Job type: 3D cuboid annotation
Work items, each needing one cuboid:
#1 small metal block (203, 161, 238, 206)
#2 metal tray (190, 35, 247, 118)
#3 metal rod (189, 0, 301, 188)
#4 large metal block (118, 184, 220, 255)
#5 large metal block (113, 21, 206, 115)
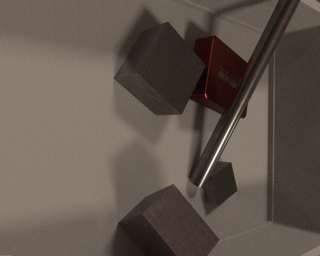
[{"bbox_3d":[0.093,0.086,0.487,0.050,0.025,0.050,-25,106,-38],"label":"small metal block"},{"bbox_3d":[0.096,-0.072,0.472,0.131,0.030,0.090,18,79,-49],"label":"metal tray"},{"bbox_3d":[0.116,-0.051,0.429,0.025,0.025,0.298,15,105,-40],"label":"metal rod"},{"bbox_3d":[0.007,0.120,0.362,0.050,0.080,0.080,-39,89,-34],"label":"large metal block"},{"bbox_3d":[0.002,-0.072,0.394,0.080,0.050,0.080,41,65,-33],"label":"large metal block"}]
